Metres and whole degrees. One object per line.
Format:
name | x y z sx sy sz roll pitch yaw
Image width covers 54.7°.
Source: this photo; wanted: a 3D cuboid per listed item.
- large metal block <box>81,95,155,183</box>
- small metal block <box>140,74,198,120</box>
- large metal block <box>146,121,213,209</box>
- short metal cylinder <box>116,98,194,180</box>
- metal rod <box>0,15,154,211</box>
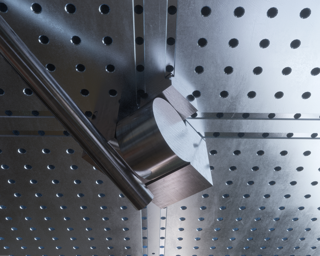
large metal block | -0.045 0.020 0.393 0.050 0.080 0.080 -30 124 23
small metal block | 0.011 -0.031 0.386 0.050 0.025 0.050 -34 123 25
large metal block | 0.018 0.049 0.415 0.080 0.080 0.050 -30 124 23
short metal cylinder | -0.004 0.012 0.353 0.050 0.080 0.080 -30 125 22
metal rod | -0.109 -0.033 0.313 0.025 0.025 0.300 -34 102 25
